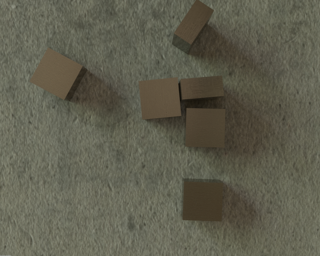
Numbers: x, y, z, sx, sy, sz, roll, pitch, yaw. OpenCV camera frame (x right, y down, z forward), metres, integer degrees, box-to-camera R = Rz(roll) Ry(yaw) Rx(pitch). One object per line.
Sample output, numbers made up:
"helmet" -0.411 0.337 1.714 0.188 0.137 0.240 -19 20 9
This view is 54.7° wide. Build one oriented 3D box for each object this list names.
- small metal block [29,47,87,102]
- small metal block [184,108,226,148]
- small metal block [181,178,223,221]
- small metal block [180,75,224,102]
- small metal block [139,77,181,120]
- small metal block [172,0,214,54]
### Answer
"small metal block" -0.133 -0.069 0.408 0.050 0.025 0.050 28 90 -1
"small metal block" 0.059 0.000 0.411 0.050 0.025 0.050 1 90 -1
"small metal block" 0.055 0.095 0.411 0.050 0.025 0.050 2 90 -1
"small metal block" 0.051 -0.049 0.398 0.050 0.050 0.025 -5 90 -1
"small metal block" 0.001 -0.038 0.408 0.050 0.025 0.050 -5 90 3
"small metal block" 0.041 -0.128 0.398 0.025 0.050 0.050 34 90 -1
